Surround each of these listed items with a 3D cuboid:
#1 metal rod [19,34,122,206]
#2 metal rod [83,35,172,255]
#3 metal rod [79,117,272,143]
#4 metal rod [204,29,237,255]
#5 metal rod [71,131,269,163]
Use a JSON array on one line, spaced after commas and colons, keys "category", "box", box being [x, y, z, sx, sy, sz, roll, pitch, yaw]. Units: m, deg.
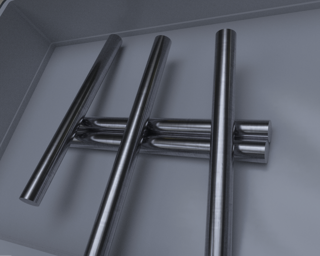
[{"category": "metal rod", "box": [-0.117, -0.031, 0.452, 0.025, 0.025, 0.300, -1, 53, 27]}, {"category": "metal rod", "box": [-0.032, 0.007, 0.383, 0.025, 0.025, 0.300, 2, 62, 28]}, {"category": "metal rod", "box": [-0.012, -0.001, 0.410, 0.300, 0.025, 0.025, 2, 63, 28]}, {"category": "metal rod", "box": [0.064, 0.028, 0.323, 0.025, 0.025, 0.299, -4, 68, 26]}, {"category": "metal rod", "box": [-0.018, 0.020, 0.400, 0.300, 0.025, 0.025, 2, 63, 28]}]
